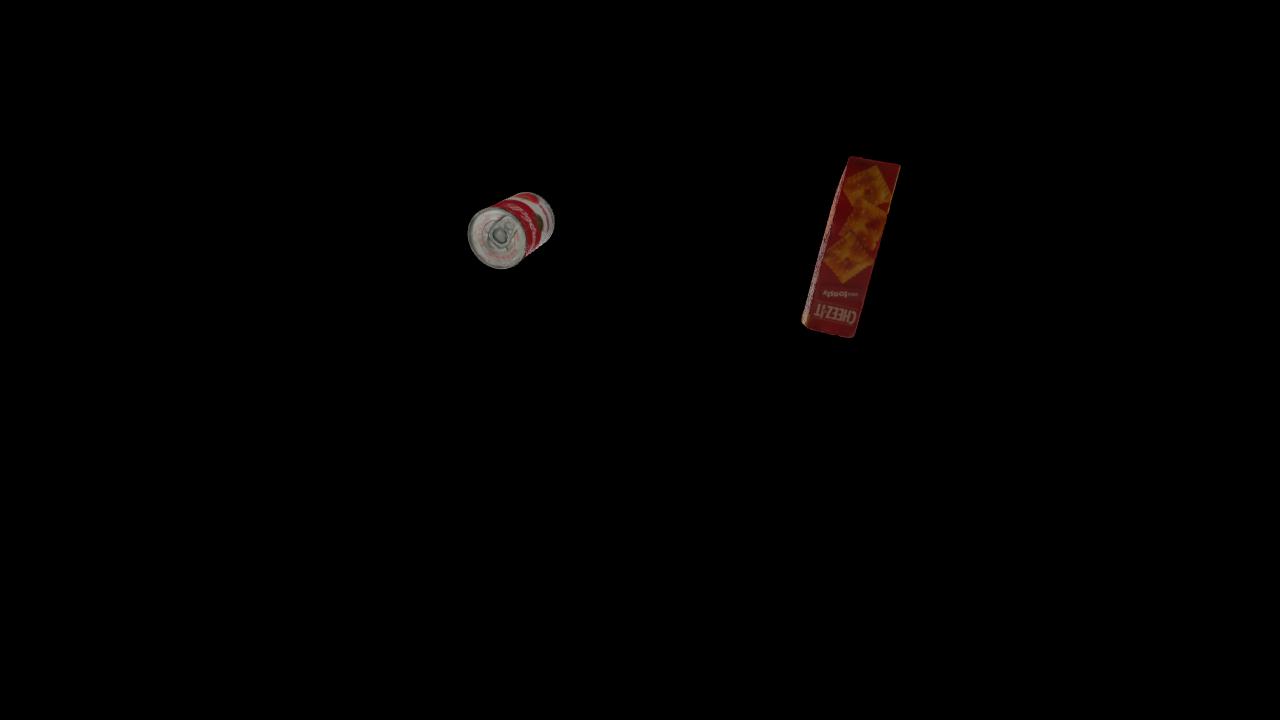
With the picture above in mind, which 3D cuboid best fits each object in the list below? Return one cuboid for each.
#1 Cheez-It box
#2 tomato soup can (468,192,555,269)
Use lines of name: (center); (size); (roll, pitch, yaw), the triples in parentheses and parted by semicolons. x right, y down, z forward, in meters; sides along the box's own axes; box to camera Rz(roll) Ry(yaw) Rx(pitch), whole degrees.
Cheez-It box: (0.283, -0.147, 0.844); (0.071, 0.223, 0.166); (15, 9, 12)
tomato soup can: (-0.143, -0.149, 0.700); (0.068, 0.068, 0.101); (0, 24, 12)
